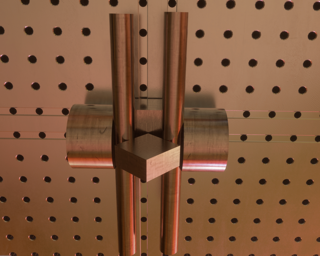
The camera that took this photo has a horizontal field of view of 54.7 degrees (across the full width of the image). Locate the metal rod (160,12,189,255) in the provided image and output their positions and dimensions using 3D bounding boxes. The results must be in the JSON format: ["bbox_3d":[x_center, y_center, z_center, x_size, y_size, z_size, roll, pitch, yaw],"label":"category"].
[{"bbox_3d":[0.014,0.022,0.365,0.025,0.025,0.298,1,110,-1],"label":"metal rod"}]

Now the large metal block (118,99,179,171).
[{"bbox_3d":[-0.014,0.008,0.399,0.081,0.050,0.079,1,110,-1],"label":"large metal block"}]

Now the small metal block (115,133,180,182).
[{"bbox_3d":[-0.014,0.030,0.340,0.050,0.050,0.025,19,117,40],"label":"small metal block"}]

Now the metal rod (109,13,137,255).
[{"bbox_3d":[-0.041,0.024,0.365,0.025,0.025,0.298,1,110,-1],"label":"metal rod"}]

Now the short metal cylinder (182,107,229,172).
[{"bbox_3d":[0.052,0.014,0.385,0.050,0.080,0.079,1,110,0],"label":"short metal cylinder"}]

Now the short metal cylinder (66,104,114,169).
[{"bbox_3d":[-0.080,0.010,0.383,0.050,0.080,0.079,1,110,-1],"label":"short metal cylinder"}]
